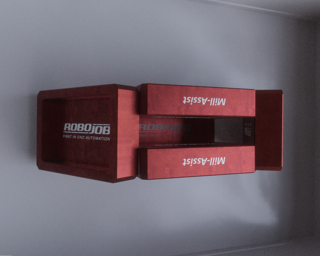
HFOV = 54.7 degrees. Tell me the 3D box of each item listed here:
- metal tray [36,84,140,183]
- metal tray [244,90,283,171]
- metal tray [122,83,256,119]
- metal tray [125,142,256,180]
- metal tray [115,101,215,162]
[{"bbox_3d":[-0.080,0.004,0.325,0.030,0.130,0.089,0,91,-52],"label":"metal tray"},{"bbox_3d":[0.129,0.002,0.402,0.030,0.130,0.089,1,91,10],"label":"metal tray"},{"bbox_3d":[0.030,-0.027,0.352,0.131,0.090,0.030,0,90,-20],"label":"metal tray"},{"bbox_3d":[0.029,0.034,0.353,0.131,0.090,0.030,0,90,-21],"label":"metal tray"},{"bbox_3d":[0.008,0.003,0.409,0.131,0.030,0.089,0,90,-21],"label":"metal tray"}]
